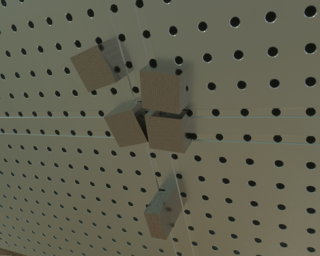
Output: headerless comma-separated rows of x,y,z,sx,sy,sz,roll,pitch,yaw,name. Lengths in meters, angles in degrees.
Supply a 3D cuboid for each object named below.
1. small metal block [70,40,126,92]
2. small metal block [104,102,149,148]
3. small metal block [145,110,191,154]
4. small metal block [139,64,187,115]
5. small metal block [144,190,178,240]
-0.080,-0.080,0.403,0.050,0.025,0.050,-13,112,33,small metal block
-0.042,-0.004,0.429,0.050,0.025,0.050,-13,112,33,small metal block
0.011,0.003,0.406,0.050,0.025,0.050,7,122,24,small metal block
0.005,-0.048,0.378,0.050,0.025,0.050,11,123,21,small metal block
0.003,0.133,0.474,0.025,0.050,0.050,0,119,28,small metal block
